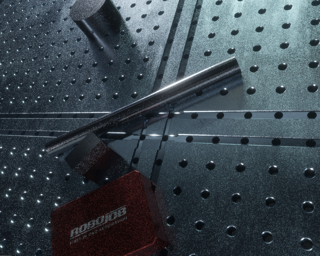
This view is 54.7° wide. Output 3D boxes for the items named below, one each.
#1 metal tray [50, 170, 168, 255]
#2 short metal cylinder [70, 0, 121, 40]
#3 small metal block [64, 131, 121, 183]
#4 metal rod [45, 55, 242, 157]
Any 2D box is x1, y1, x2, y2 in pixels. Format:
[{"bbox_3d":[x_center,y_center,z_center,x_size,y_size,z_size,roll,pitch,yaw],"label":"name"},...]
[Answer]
[{"bbox_3d":[-0.065,0.118,0.365,0.130,0.030,0.090,-27,53,10],"label":"metal tray"},{"bbox_3d":[-0.121,-0.215,0.585,0.080,0.050,0.080,-13,56,20],"label":"short metal cylinder"},{"bbox_3d":[-0.089,0.039,0.413,0.050,0.050,0.025,-47,52,-5],"label":"small metal block"},{"bbox_3d":[-0.033,-0.026,0.439,0.301,0.025,0.025,-23,53,13],"label":"metal rod"}]
